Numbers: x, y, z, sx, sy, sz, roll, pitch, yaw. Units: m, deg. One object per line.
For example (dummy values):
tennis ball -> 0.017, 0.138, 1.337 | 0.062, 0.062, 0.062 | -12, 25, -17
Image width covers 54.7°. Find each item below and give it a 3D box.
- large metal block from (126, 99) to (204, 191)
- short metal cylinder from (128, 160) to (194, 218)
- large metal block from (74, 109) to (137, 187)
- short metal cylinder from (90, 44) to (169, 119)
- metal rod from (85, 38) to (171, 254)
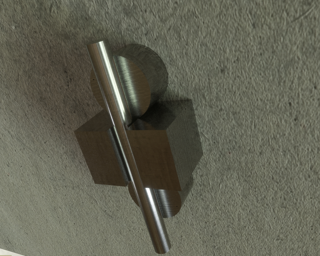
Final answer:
large metal block -> 0.010, 0.018, 0.379 | 0.050, 0.080, 0.080 | -1, 118, 28
short metal cylinder -> 0.002, 0.080, 0.441 | 0.080, 0.050, 0.079 | 13, 123, 21
large metal block -> -0.057, 0.020, 0.415 | 0.050, 0.080, 0.080 | -1, 118, 28
short metal cylinder -> -0.036, -0.056, 0.376 | 0.080, 0.050, 0.079 | 13, 123, 21
metal rod -> -0.031, 0.041, 0.385 | 0.025, 0.025, 0.298 | -1, 118, 28
